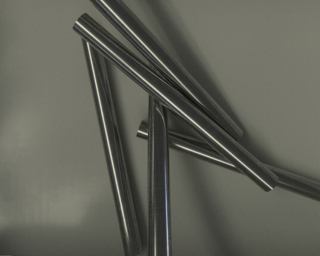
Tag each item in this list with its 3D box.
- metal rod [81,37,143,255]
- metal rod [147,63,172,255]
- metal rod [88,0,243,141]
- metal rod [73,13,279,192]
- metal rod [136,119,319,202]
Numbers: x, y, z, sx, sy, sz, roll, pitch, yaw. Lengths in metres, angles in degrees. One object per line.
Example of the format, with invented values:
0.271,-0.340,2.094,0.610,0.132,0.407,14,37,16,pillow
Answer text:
-0.064,0.019,0.410,0.025,0.025,0.298,-11,90,0,metal rod
-0.001,0.053,0.350,0.025,0.025,0.299,-1,65,0,metal rod
-0.002,-0.083,0.355,0.300,0.025,0.025,42,90,-23,metal rod
0.024,-0.025,0.369,0.300,0.025,0.025,40,90,-7,metal rod
0.115,0.051,0.412,0.301,0.025,0.025,20,90,0,metal rod
